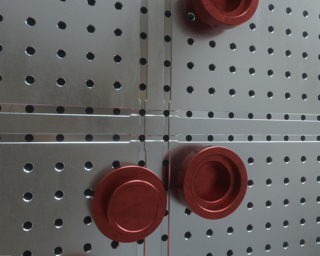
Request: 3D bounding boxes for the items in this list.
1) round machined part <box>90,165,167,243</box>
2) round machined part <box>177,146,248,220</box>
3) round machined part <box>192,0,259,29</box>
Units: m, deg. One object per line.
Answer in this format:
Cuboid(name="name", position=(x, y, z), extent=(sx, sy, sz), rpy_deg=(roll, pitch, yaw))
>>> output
Cuboid(name="round machined part", position=(-0.036, 0.097, 0.391), extent=(0.099, 0.042, 0.097), rpy_deg=(0, 90, -21))
Cuboid(name="round machined part", position=(0.068, 0.073, 0.430), extent=(0.099, 0.042, 0.097), rpy_deg=(0, 90, -21))
Cuboid(name="round machined part", position=(0.086, -0.188, 0.437), extent=(0.099, 0.042, 0.097), rpy_deg=(0, 90, -21))
